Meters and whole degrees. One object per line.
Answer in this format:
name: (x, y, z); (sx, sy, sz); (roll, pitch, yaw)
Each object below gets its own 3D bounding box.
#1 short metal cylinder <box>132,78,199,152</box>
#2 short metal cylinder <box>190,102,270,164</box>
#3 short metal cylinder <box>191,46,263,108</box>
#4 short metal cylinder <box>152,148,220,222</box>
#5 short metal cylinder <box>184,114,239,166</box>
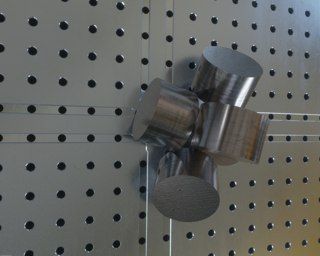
short metal cylinder: (0.005, -0.016, 0.385); (0.050, 0.080, 0.080); (20, 83, -19)
short metal cylinder: (0.080, 0.007, 0.359); (0.081, 0.080, 0.050); (18, 84, -19)
short metal cylinder: (0.086, -0.066, 0.407); (0.081, 0.080, 0.050); (2, 129, -20)
short metal cylinder: (0.033, 0.072, 0.389); (0.080, 0.050, 0.079); (3, 124, 5)
short metal cylinder: (0.078, 0.010, 0.427); (0.081, 0.050, 0.080); (0, 89, -20)
